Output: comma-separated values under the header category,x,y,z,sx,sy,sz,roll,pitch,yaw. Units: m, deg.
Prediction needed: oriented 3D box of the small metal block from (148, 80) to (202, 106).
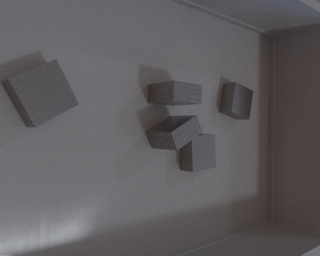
category,x,y,z,sx,sy,sz,roll,pitch,yaw
small metal block,0.019,-0.045,0.409,0.050,0.050,0.025,2,89,-40

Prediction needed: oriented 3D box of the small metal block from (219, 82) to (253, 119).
category,x,y,z,sx,sy,sz,roll,pitch,yaw
small metal block,0.128,-0.044,0.517,0.050,0.025,0.050,17,79,-39

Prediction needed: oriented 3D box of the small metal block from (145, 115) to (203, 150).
category,x,y,z,sx,sy,sz,roll,pitch,yaw
small metal block,0.018,0.005,0.408,0.050,0.050,0.025,-32,111,-36

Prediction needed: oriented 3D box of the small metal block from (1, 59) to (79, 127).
category,x,y,z,sx,sy,sz,roll,pitch,yaw
small metal block,-0.118,-0.034,0.309,0.050,0.025,0.050,-35,112,-35

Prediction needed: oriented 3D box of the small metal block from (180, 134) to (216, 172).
category,x,y,z,sx,sy,sz,roll,pitch,yaw
small metal block,0.056,0.035,0.456,0.050,0.025,0.050,-4,93,-40
